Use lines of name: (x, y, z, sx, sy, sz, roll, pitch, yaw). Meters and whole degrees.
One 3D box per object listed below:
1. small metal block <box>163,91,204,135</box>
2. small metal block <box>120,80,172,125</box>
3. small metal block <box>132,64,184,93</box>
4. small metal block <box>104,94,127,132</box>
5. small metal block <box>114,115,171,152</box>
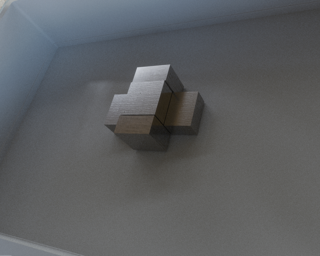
small metal block: (0.026, -0.019, 0.402, 0.050, 0.025, 0.050, 1, 62, 28)
small metal block: (-0.017, -0.032, 0.399, 0.050, 0.025, 0.050, 1, 62, 28)
small metal block: (-0.001, -0.059, 0.424, 0.050, 0.050, 0.025, 1, 62, 28)
small metal block: (-0.045, -0.021, 0.439, 0.050, 0.025, 0.050, 1, 62, 28)
small metal block: (-0.021, 0.007, 0.393, 0.050, 0.050, 0.025, 1, 62, 28)
